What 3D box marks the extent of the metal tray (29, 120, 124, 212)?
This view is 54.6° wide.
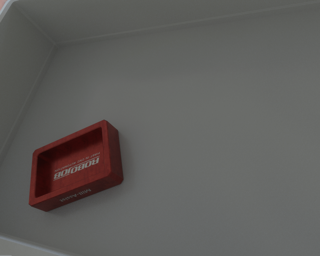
[{"bbox_3d":[-0.119,0.053,0.433,0.130,0.030,0.090,-22,53,14],"label":"metal tray"}]
